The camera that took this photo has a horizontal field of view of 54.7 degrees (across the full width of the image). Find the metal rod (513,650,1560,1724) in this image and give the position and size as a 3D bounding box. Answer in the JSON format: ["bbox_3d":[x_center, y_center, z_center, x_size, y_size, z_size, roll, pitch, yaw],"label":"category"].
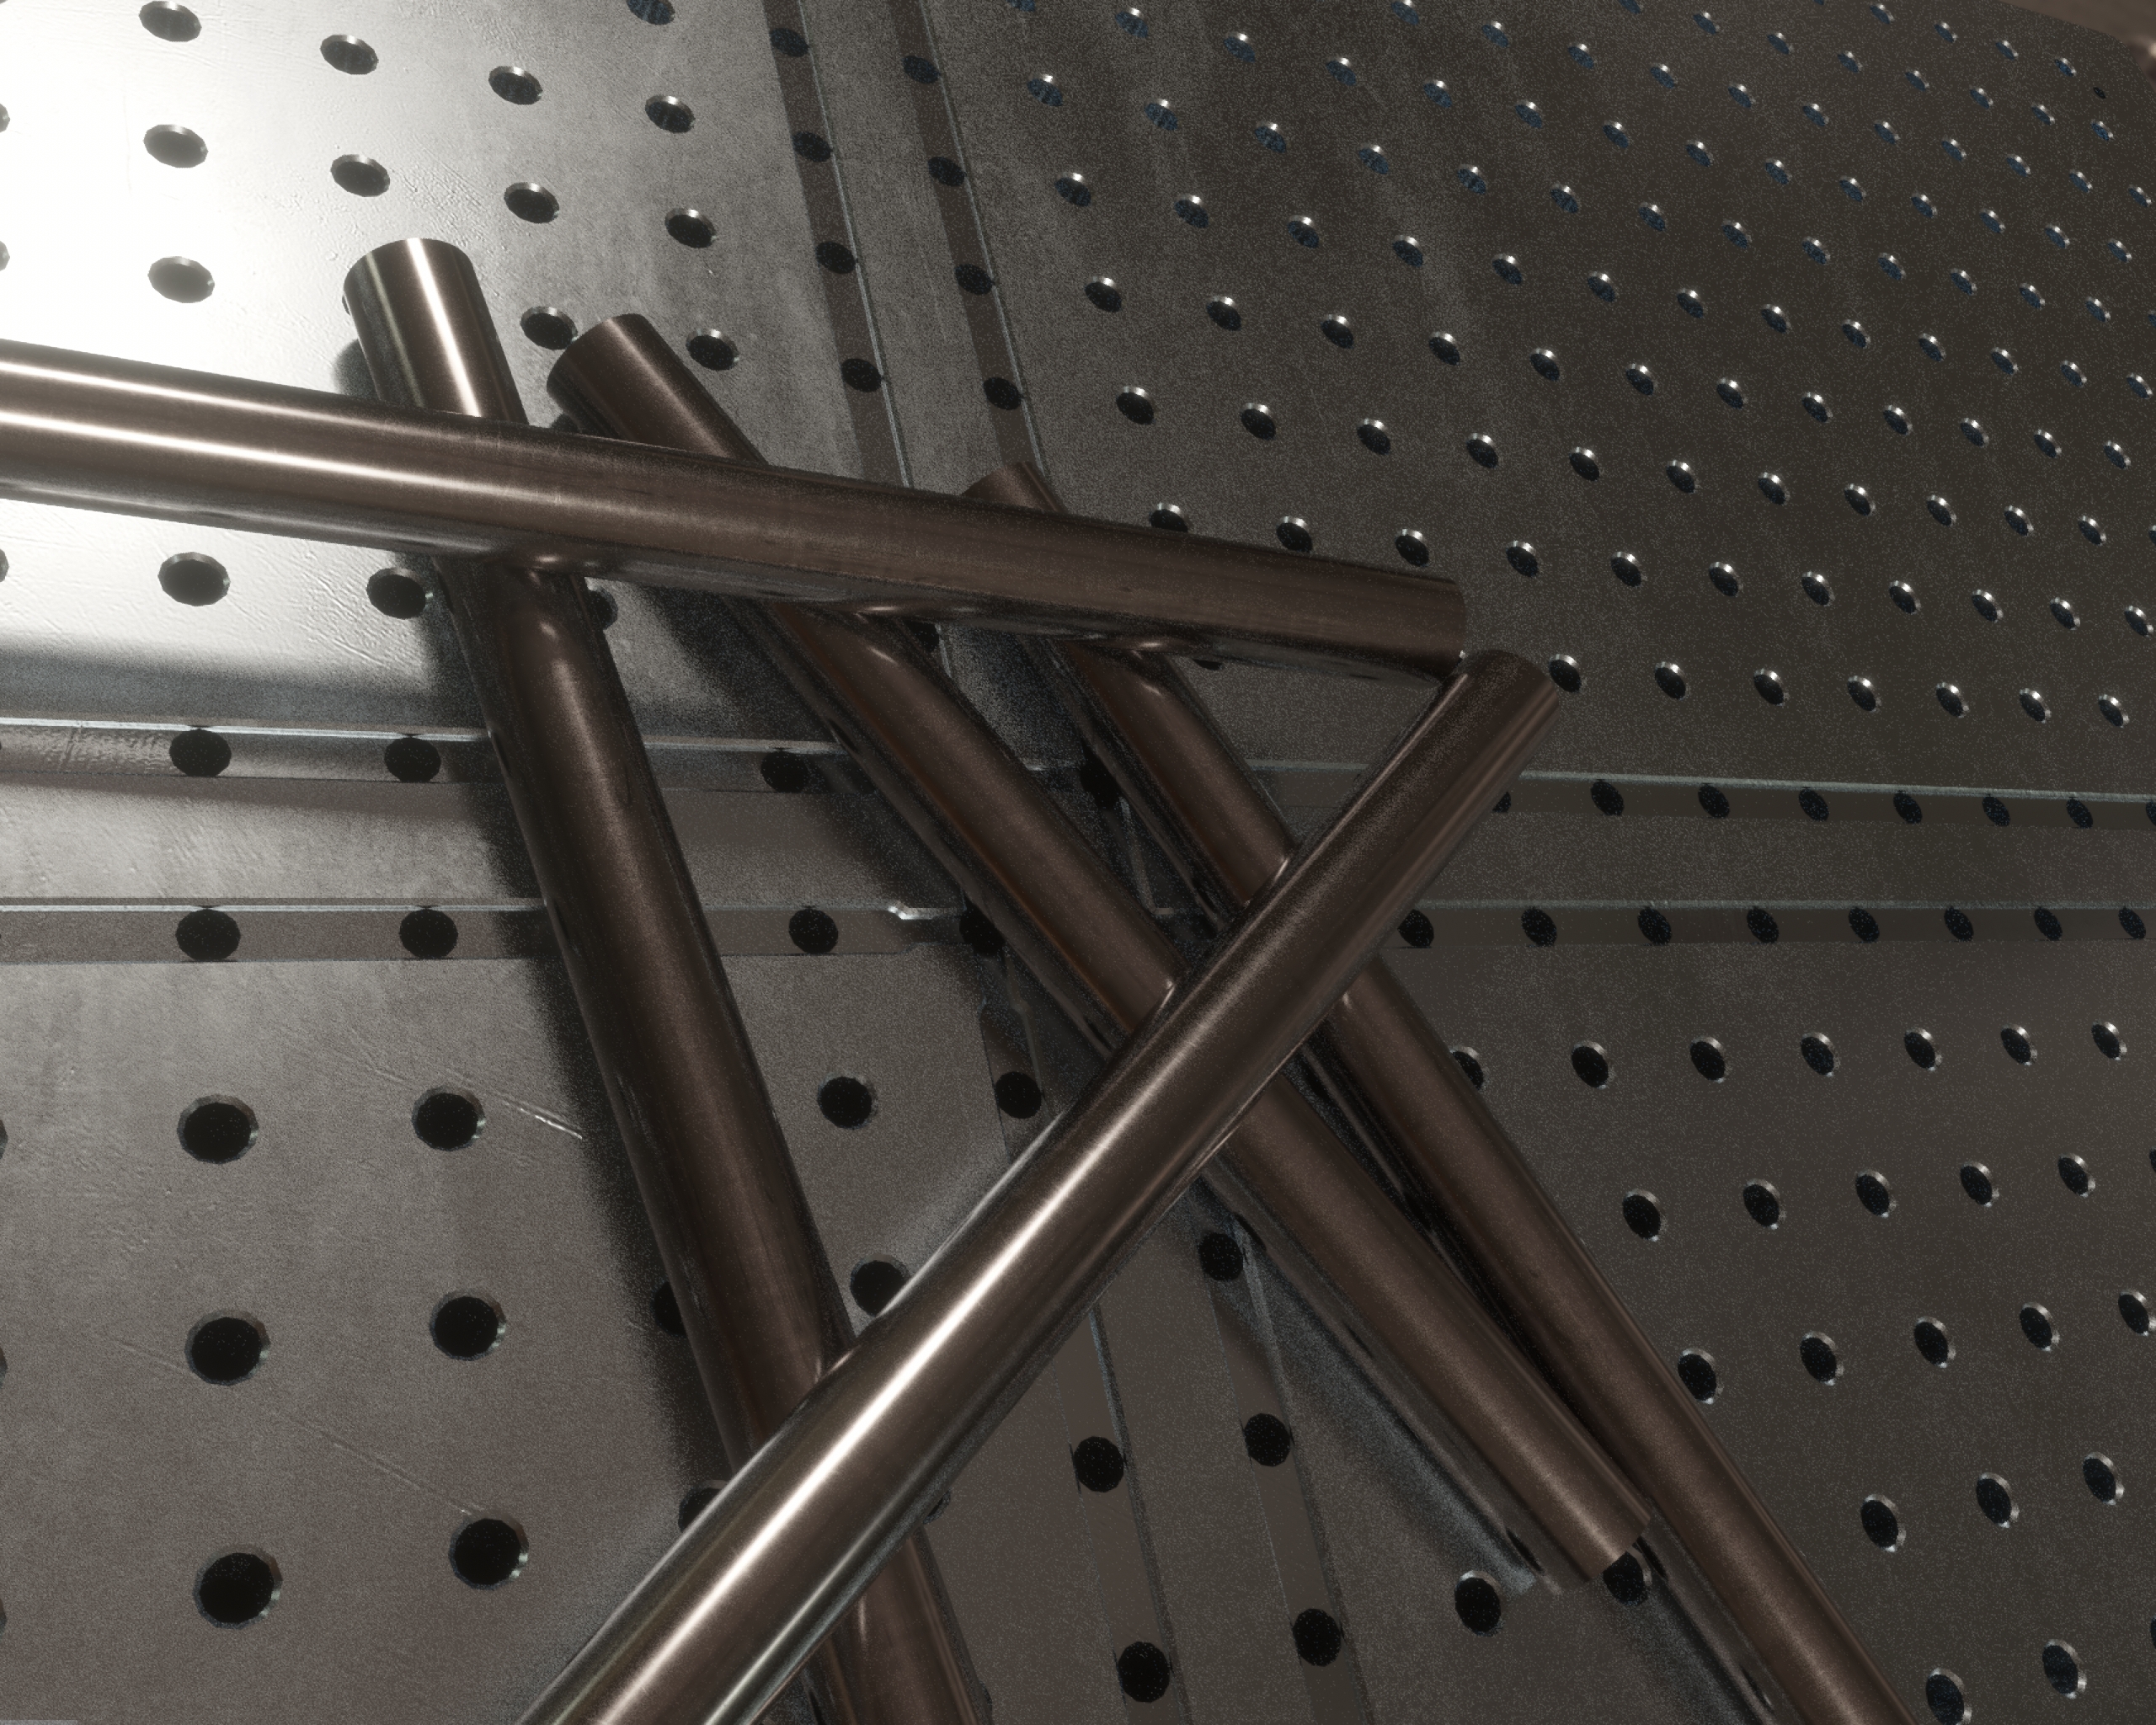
[{"bbox_3d":[0.009,0.047,0.353,0.025,0.025,0.302,44,51,2],"label":"metal rod"}]

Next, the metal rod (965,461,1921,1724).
[{"bbox_3d":[0.063,0.044,0.417,0.025,0.025,0.299,-25,76,-37],"label":"metal rod"}]

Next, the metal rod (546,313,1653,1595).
[{"bbox_3d":[0.000,0.012,0.401,0.025,0.025,0.300,-35,81,-39],"label":"metal rod"}]

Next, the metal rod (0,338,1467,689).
[{"bbox_3d":[-0.059,-0.061,0.383,0.302,0.025,0.025,5,60,-26],"label":"metal rod"}]

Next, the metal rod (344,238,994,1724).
[{"bbox_3d":[-0.075,0.016,0.358,0.025,0.025,0.299,-10,67,-33],"label":"metal rod"}]
